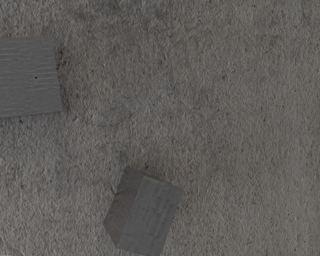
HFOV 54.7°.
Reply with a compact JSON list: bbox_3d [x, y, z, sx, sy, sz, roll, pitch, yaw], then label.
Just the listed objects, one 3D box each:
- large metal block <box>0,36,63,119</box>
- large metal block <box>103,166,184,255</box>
[{"bbox_3d":[-0.155,-0.052,0.338,0.081,0.050,0.079,-9,93,-20],"label":"large metal block"},{"bbox_3d":[-0.023,0.096,0.371,0.050,0.080,0.080,23,82,-19],"label":"large metal block"}]
